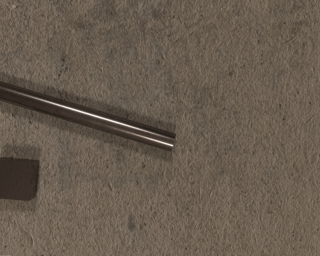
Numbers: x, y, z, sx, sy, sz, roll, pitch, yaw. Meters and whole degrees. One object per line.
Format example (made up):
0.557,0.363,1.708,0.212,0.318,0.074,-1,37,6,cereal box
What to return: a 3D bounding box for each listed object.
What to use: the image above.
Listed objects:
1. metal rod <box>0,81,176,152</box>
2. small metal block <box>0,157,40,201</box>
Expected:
-0.127,-0.024,0.408,0.302,0.025,0.025,17,90,-1,metal rod
-0.191,0.066,0.408,0.050,0.025,0.050,5,90,-1,small metal block
